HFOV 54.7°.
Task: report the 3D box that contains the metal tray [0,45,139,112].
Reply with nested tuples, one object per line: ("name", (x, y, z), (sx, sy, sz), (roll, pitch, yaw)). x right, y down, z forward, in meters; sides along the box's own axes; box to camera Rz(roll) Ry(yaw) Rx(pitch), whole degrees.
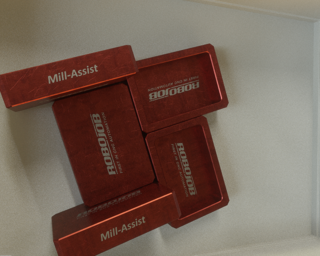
("metal tray", (-0.098, -0.052, 0.336), (0.131, 0.090, 0.030), (-19, 97, -19))

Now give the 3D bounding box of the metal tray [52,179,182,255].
("metal tray", (-0.053, 0.101, 0.354), (0.131, 0.090, 0.030), (-18, 97, -19))

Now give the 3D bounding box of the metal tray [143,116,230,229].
("metal tray", (0.034, 0.057, 0.420), (0.091, 0.030, 0.129), (-19, 97, -19))

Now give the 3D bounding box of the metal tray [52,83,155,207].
("metal tray", (-0.068, 0.019, 0.380), (0.091, 0.030, 0.129), (-19, 97, -19))

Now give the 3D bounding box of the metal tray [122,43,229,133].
("metal tray", (0.021, -0.054, 0.415), (0.131, 0.030, 0.089), (-18, 96, -20))
